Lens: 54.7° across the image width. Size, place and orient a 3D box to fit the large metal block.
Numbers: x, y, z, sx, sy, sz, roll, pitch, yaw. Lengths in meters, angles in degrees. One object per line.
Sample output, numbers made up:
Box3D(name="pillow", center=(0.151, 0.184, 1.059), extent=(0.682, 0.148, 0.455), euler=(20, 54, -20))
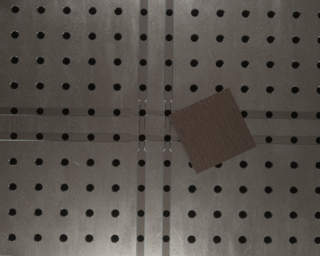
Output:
Box3D(name="large metal block", center=(0.064, 0.003, 0.402), extent=(0.080, 0.050, 0.080), euler=(-25, 90, -1))
